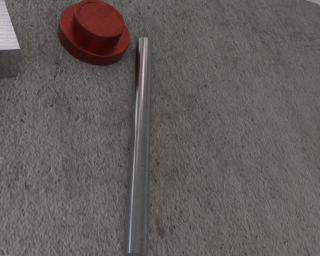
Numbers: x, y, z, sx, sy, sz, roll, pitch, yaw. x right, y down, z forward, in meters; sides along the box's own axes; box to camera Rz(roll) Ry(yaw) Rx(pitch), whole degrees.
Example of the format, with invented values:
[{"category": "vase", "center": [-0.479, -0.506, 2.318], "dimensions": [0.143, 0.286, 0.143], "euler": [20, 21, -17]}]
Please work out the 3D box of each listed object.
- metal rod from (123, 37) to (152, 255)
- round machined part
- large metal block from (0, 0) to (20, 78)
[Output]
[{"category": "metal rod", "center": [-0.024, 0.000, 0.390], "dimensions": [0.025, 0.025, 0.299], "euler": [14, 56, -21]}, {"category": "round machined part", "center": [-0.088, -0.138, 0.430], "dimensions": [0.099, 0.042, 0.098], "euler": [14, 56, -21]}, {"category": "large metal block", "center": [-0.207, -0.099, 0.337], "dimensions": [0.081, 0.050, 0.080], "euler": [-12, 68, -33]}]
